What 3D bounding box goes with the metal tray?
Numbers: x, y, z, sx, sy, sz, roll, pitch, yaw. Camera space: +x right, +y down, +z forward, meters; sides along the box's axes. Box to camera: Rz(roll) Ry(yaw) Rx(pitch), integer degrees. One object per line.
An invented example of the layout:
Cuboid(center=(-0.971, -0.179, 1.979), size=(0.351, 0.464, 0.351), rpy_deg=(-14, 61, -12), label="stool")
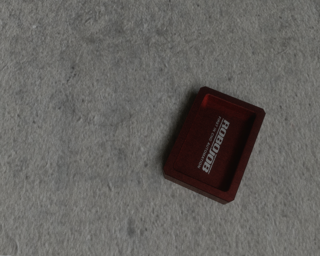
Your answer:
Cuboid(center=(0.070, 0.020, 0.398), size=(0.090, 0.030, 0.130), rpy_deg=(23, 72, 8), label="metal tray")
